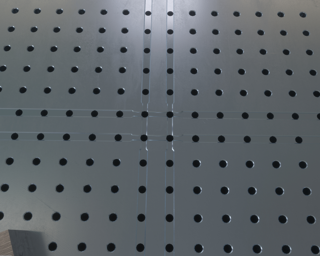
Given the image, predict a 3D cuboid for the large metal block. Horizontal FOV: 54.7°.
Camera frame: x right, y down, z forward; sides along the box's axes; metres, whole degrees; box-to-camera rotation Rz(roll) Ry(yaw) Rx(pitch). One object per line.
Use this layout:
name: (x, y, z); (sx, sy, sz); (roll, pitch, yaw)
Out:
large metal block: (-0.185, 0.165, 0.336); (0.080, 0.050, 0.080); (-21, 71, -8)
